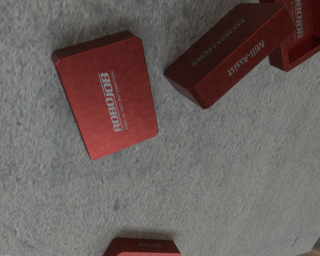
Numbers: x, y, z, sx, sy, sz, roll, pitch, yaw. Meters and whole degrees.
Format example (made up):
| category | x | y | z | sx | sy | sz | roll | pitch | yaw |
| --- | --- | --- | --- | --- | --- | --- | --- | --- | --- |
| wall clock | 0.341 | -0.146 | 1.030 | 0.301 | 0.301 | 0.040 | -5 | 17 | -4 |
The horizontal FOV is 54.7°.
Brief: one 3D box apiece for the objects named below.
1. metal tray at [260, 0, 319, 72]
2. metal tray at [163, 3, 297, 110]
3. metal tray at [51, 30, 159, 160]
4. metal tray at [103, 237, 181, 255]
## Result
| category | x | y | z | sx | sy | sz | roll | pitch | yaw |
| --- | --- | --- | --- | --- | --- | --- | --- | --- | --- |
| metal tray | 0.184 | -0.151 | 0.412 | 0.090 | 0.030 | 0.130 | -33 | 129 | -7 |
| metal tray | 0.073 | -0.086 | 0.350 | 0.130 | 0.090 | 0.030 | -42 | 118 | 0 |
| metal tray | -0.057 | -0.034 | 0.353 | 0.091 | 0.030 | 0.129 | -22 | 127 | -16 |
| metal tray | -0.038 | 0.234 | 0.529 | 0.131 | 0.030 | 0.090 | 19 | 108 | -36 |
